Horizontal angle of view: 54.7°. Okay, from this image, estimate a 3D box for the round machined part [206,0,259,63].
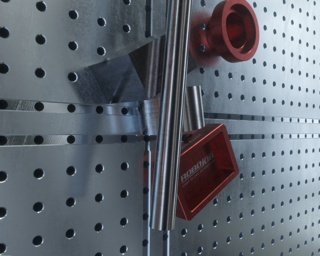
[{"bbox_3d":[0.112,-0.152,0.492,0.099,0.042,0.097,0,90,-40],"label":"round machined part"}]

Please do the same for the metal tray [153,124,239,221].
[{"bbox_3d":[0.058,0.060,0.454,0.131,0.030,0.090,-33,110,-35],"label":"metal tray"}]

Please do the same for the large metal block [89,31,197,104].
[{"bbox_3d":[-0.020,-0.071,0.357,0.080,0.080,0.050,-38,114,-33],"label":"large metal block"}]

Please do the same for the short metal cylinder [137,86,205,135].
[{"bbox_3d":[0.013,-0.023,0.384,0.081,0.080,0.050,-12,98,-39],"label":"short metal cylinder"}]

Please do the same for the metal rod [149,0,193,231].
[{"bbox_3d":[0.014,-0.050,0.316,0.025,0.025,0.298,8,85,-40],"label":"metal rod"}]
